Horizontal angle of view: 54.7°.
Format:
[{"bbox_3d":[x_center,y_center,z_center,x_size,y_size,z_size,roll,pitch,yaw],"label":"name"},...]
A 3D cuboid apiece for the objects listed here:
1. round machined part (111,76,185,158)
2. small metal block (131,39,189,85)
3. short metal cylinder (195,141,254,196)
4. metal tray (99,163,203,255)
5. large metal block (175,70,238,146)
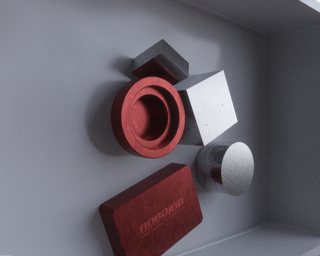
[{"bbox_3d":[-0.019,-0.013,0.382,0.099,0.042,0.097,0,90,-40],"label":"round machined part"},{"bbox_3d":[0.001,-0.076,0.389,0.050,0.050,0.025,35,45,-35],"label":"small metal block"},{"bbox_3d":[0.100,0.061,0.477,0.081,0.050,0.079,0,90,-40],"label":"short metal cylinder"},{"bbox_3d":[-0.005,0.112,0.401,0.131,0.030,0.089,-25,106,-37],"label":"metal tray"},{"bbox_3d":[0.058,-0.029,0.441,0.081,0.050,0.080,-31,110,-36],"label":"large metal block"}]
